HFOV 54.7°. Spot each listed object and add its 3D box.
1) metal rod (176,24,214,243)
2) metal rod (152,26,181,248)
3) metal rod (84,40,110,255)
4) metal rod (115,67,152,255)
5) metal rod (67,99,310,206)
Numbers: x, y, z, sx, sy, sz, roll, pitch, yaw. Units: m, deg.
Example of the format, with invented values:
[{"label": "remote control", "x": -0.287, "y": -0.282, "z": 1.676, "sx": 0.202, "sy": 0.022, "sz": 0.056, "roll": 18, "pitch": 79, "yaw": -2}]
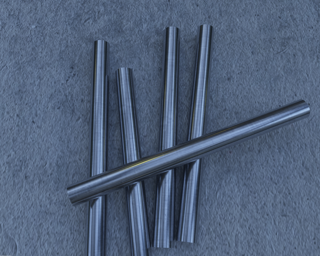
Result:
[{"label": "metal rod", "x": 0.050, "y": -0.007, "z": 0.410, "sx": 0.025, "sy": 0.025, "sz": 0.299, "roll": 7, "pitch": 70, "yaw": 2}, {"label": "metal rod", "x": 0.011, "y": -0.003, "z": 0.408, "sx": 0.025, "sy": 0.025, "sz": 0.299, "roll": 3, "pitch": 70, "yaw": 1}, {"label": "metal rod", "x": -0.079, "y": 0.020, "z": 0.400, "sx": 0.025, "sy": 0.025, "sz": 0.299, "roll": -2, "pitch": 70, "yaw": -1}, {"label": "metal rod", "x": -0.032, "y": 0.061, "z": 0.385, "sx": 0.025, "sy": 0.025, "sz": 0.299, "roll": -6, "pitch": 70, "yaw": -2}, {"label": "metal rod", "x": 0.040, "y": 0.026, "z": 0.370, "sx": 0.302, "sy": 0.025, "sz": 0.025, "roll": -20, "pitch": 71, "yaw": -8}]
